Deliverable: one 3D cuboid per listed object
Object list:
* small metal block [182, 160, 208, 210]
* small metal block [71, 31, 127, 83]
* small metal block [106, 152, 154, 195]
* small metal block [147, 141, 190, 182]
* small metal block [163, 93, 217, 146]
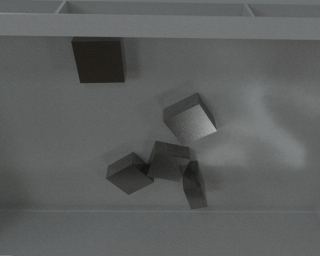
[{"bbox_3d":[0.052,0.086,0.466,0.025,0.050,0.050,-13,129,10],"label":"small metal block"},{"bbox_3d":[-0.065,-0.078,0.342,0.050,0.025,0.050,-1,130,0],"label":"small metal block"},{"bbox_3d":[-0.044,0.070,0.468,0.050,0.025,0.050,-30,124,23],"label":"small metal block"},{"bbox_3d":[0.011,0.049,0.451,0.050,0.025,0.050,12,129,-10],"label":"small metal block"},{"bbox_3d":[0.039,-0.010,0.400,0.050,0.025,0.050,-25,126,20],"label":"small metal block"}]
